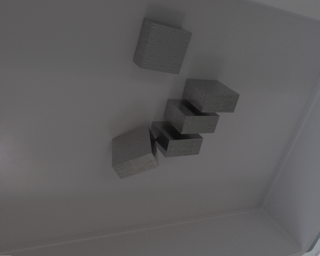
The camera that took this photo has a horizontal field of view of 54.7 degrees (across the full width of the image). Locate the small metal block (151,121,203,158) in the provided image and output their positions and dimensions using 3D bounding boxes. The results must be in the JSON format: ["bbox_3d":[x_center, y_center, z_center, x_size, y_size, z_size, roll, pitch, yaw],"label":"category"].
[{"bbox_3d":[0.021,0.013,0.412,0.050,0.050,0.025,-3,119,-28],"label":"small metal block"}]

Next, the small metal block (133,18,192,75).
[{"bbox_3d":[0.002,-0.092,0.353,0.050,0.025,0.050,4,117,-30],"label":"small metal block"}]

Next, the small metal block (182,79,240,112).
[{"bbox_3d":[0.065,-0.042,0.402,0.050,0.050,0.025,-1,119,-28],"label":"small metal block"}]

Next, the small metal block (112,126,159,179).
[{"bbox_3d":[-0.031,0.030,0.385,0.050,0.050,0.025,-19,128,7],"label":"small metal block"}]

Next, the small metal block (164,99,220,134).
[{"bbox_3d":[0.040,-0.016,0.404,0.050,0.050,0.025,-1,119,-28],"label":"small metal block"}]
